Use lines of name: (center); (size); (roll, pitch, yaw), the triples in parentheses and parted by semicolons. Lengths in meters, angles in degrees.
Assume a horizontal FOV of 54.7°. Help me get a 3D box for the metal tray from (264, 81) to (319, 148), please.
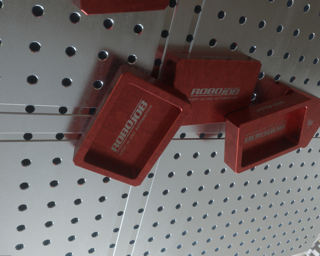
metal tray: (0.221, -0.019, 0.521); (0.131, 0.030, 0.089); (11, 113, -34)

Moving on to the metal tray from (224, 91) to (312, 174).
metal tray: (0.160, 0.006, 0.461); (0.131, 0.030, 0.089); (-18, 126, -18)

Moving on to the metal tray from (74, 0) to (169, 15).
metal tray: (-0.036, -0.175, 0.281); (0.091, 0.030, 0.129); (-13, 124, -22)

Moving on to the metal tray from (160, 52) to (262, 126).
metal tray: (0.066, -0.051, 0.414); (0.131, 0.030, 0.089); (-5, 121, -26)

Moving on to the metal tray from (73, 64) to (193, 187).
metal tray: (-0.034, 0.002, 0.368); (0.090, 0.030, 0.129); (25, 111, -22)
